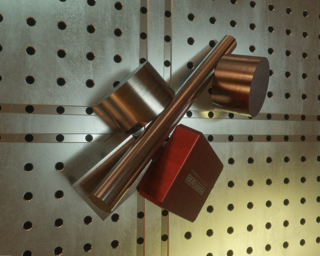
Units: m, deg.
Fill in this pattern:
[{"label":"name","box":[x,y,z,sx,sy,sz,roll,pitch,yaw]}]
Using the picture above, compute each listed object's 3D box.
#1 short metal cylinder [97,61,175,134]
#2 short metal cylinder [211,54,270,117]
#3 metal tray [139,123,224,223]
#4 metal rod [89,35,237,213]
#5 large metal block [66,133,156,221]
[{"label":"short metal cylinder","box":[-0.029,-0.036,0.373,0.080,0.080,0.050,-45,105,-15]},{"label":"short metal cylinder","box":[0.111,-0.058,0.420,0.081,0.050,0.079,-29,126,-50]},{"label":"metal tray","box":[0.033,0.061,0.381,0.090,0.030,0.130,-59,149,-10]},{"label":"metal rod","box":[0.023,-0.028,0.365,0.025,0.025,0.301,49,54,-14]},{"label":"large metal block","box":[-0.058,0.051,0.362,0.080,0.080,0.050,-41,104,-15]}]
